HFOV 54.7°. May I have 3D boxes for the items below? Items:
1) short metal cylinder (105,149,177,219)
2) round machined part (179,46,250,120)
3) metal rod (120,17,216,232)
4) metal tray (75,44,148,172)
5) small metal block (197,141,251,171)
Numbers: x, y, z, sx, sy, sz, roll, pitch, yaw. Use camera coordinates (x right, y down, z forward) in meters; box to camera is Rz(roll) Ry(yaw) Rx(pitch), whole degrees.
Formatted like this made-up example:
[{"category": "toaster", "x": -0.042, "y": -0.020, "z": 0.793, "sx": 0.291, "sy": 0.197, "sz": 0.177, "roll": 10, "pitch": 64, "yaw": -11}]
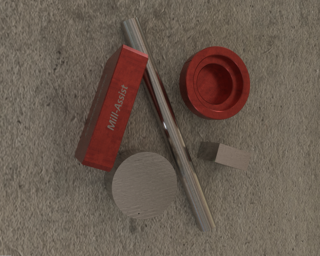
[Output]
[{"category": "short metal cylinder", "x": -0.025, "y": 0.068, "z": 0.388, "sx": 0.081, "sy": 0.050, "sz": 0.079, "roll": 0, "pitch": 90, "yaw": -21}, {"category": "round machined part", "x": 0.071, "y": -0.060, "z": 0.429, "sx": 0.099, "sy": 0.042, "sz": 0.097, "roll": 0, "pitch": 90, "yaw": -21}, {"category": "metal rod", "x": 0.014, "y": 0.001, "z": 0.417, "sx": 0.025, "sy": 0.025, "sz": 0.298, "roll": -24, "pitch": 98, "yaw": -19}, {"category": "metal tray", "x": -0.059, "y": -0.021, "z": 0.355, "sx": 0.030, "sy": 0.090, "sz": 0.129, "roll": 20, "pitch": 83, "yaw": -19}, {"category": "small metal block", "x": 0.087, "y": 0.038, "z": 0.428, "sx": 0.050, "sy": 0.050, "sz": 0.025, "roll": 18, "pitch": 84, "yaw": -20}]
